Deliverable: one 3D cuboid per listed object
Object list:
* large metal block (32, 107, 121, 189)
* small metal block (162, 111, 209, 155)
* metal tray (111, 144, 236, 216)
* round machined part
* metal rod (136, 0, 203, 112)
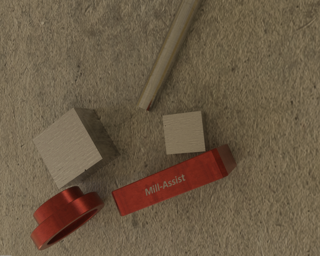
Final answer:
[{"bbox_3d":[-0.117,0.027,0.437,0.080,0.050,0.080,-35,79,16],"label":"large metal block"},{"bbox_3d":[0.034,0.006,0.397,0.050,0.025,0.050,-7,88,19],"label":"small metal block"},{"bbox_3d":[0.020,0.059,0.367,0.130,0.090,0.030,-25,82,18],"label":"metal tray"},{"bbox_3d":[-0.127,0.115,0.415,0.098,0.098,0.042,-42,77,15],"label":"round machined part"},{"bbox_3d":[0.040,-0.161,0.394,0.025,0.025,0.298,27,99,18],"label":"metal rod"}]
